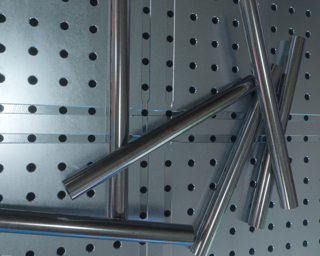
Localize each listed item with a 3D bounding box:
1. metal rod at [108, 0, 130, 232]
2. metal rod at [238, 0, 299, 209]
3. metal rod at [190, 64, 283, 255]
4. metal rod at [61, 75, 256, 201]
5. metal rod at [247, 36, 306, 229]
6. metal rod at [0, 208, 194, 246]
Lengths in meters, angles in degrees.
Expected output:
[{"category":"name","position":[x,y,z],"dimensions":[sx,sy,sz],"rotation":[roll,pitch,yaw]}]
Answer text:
[{"category":"metal rod","position":[-0.051,-0.021,0.393],"dimensions":[0.025,0.025,0.298],"rotation":[1,90,-20]},{"category":"metal rod","position":[0.155,-0.032,0.441],"dimensions":[0.025,0.025,0.299],"rotation":[-14,94,-19]},{"category":"metal rod","position":[0.115,0.042,0.454],"dimensions":[0.025,0.025,0.299],"rotation":[28,81,-18]},{"category":"metal rod","position":[0.018,0.000,0.400],"dimensions":[0.302,0.025,0.025],"rotation":[-30,100,-25]},{"category":"metal rod","position":[0.181,0.004,0.478],"dimensions":[0.025,0.025,0.299],"rotation":[16,84,-19]},{"category":"metal rod","position":[-0.107,0.111,0.353],"dimensions":[0.302,0.025,0.025],"rotation":[9,87,-13]}]
